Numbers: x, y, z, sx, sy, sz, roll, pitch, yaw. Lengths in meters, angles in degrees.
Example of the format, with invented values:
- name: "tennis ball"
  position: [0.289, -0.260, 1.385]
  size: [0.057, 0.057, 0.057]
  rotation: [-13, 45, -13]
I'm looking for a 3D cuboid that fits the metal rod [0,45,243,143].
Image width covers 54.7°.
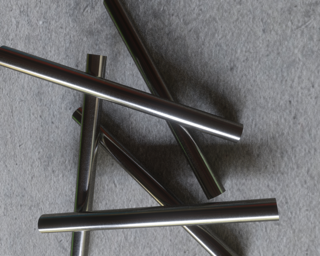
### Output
- name: "metal rod"
  position: [-0.047, -0.040, 0.374]
  size: [0.302, 0.025, 0.025]
  rotation: [18, 97, -1]

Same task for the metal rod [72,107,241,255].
- name: "metal rod"
  position: [-0.009, 0.075, 0.411]
  size: [0.300, 0.025, 0.025]
  rotation: [42, 103, 14]

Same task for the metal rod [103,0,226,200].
- name: "metal rod"
  position: [0.001, -0.047, 0.407]
  size: [0.025, 0.025, 0.299]
  rotation: [-31, 80, 17]

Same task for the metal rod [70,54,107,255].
- name: "metal rod"
  position: [-0.099, 0.052, 0.421]
  size: [0.025, 0.025, 0.298]
  rotation: [12, 102, 19]

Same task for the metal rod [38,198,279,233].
- name: "metal rod"
  position: [-0.014, 0.110, 0.382]
  size: [0.301, 0.025, 0.025]
  rotation: [-8, 88, 15]
